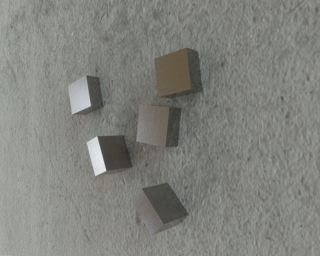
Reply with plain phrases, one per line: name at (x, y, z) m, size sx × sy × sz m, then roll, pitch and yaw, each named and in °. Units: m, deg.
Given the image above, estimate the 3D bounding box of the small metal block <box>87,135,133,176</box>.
small metal block at (-0.072, 0.039, 0.446) m, size 0.025 × 0.050 × 0.050 m, roll -28°, pitch 73°, yaw 36°

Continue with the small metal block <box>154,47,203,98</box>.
small metal block at (0.022, -0.066, 0.385) m, size 0.050 × 0.025 × 0.050 m, roll -9°, pitch 84°, yaw 39°

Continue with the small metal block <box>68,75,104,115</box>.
small metal block at (-0.121, -0.052, 0.502) m, size 0.050 × 0.025 × 0.050 m, roll -17°, pitch 79°, yaw 38°

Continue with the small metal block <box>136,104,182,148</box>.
small metal block at (-0.002, -0.004, 0.405) m, size 0.050 × 0.025 × 0.050 m, roll 9°, pitch 96°, yaw 39°

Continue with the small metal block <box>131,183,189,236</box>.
small metal block at (0.000, 0.099, 0.387) m, size 0.025 × 0.050 × 0.050 m, roll -50°, pitch 61°, yaw 28°
